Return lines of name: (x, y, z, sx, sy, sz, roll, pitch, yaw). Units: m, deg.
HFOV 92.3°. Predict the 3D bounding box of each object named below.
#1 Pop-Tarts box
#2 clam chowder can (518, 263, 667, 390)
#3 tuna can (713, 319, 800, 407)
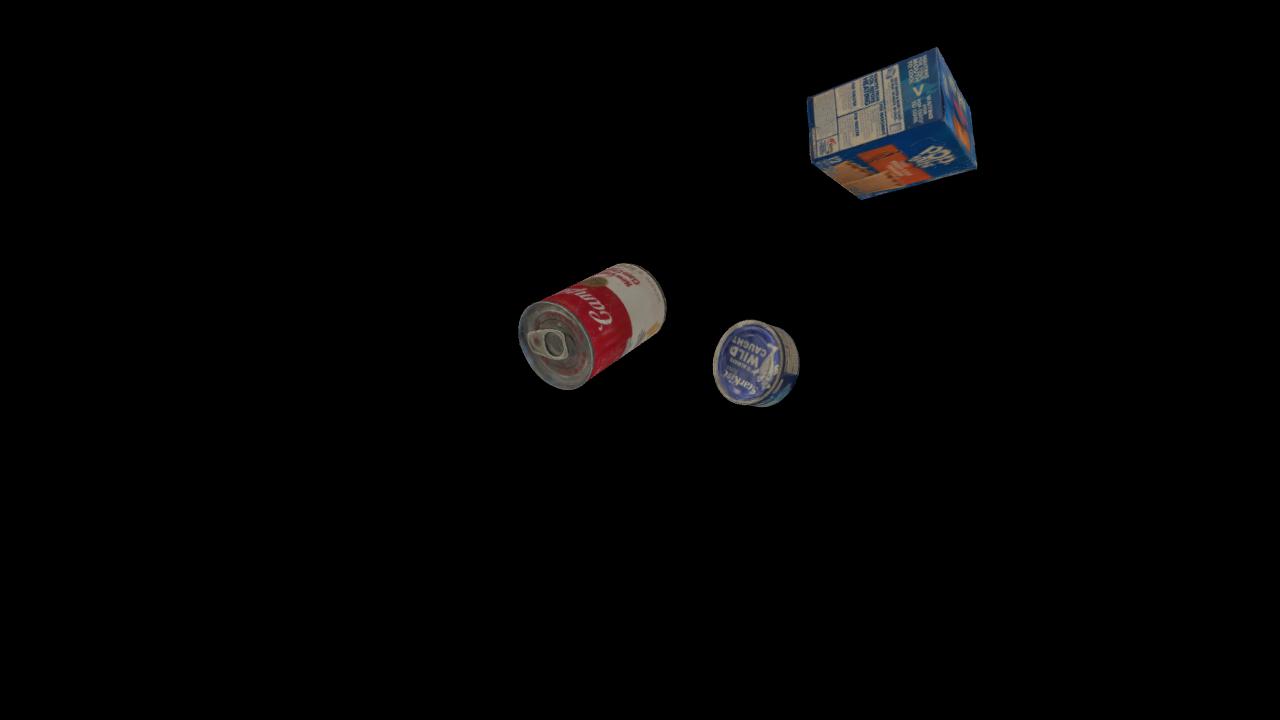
Pop-Tarts box: (0.293, -0.260, 0.710, 0.141, 0.083, 0.167, -8, -8, 38)
clam chowder can: (-0.033, -0.029, 0.468, 0.068, 0.068, 0.102, 0, 23, 36)
tuna can: (0.114, 0.004, 0.606, 0.034, 0.084, 0.084, 12, -8, -42)
